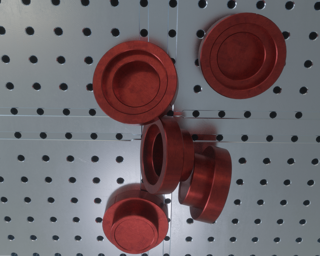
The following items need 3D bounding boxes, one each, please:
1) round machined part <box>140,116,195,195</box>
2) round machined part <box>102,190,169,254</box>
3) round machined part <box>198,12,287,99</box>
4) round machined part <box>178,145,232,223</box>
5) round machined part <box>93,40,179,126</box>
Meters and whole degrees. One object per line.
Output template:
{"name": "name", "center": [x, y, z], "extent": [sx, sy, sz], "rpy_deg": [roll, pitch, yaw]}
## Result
{"name": "round machined part", "center": [0.010, 0.033, 0.390], "extent": [0.042, 0.098, 0.097], "rpy_deg": [3, 111, -21]}
{"name": "round machined part", "center": [-0.036, 0.145, 0.457], "extent": [0.099, 0.042, 0.097], "rpy_deg": [0, 110, 0]}
{"name": "round machined part", "center": [0.095, -0.087, 0.373], "extent": [0.099, 0.042, 0.097], "rpy_deg": [0, 110, 0]}
{"name": "round machined part", "center": [0.053, 0.069, 0.400], "extent": [0.042, 0.098, 0.097], "rpy_deg": [15, 109, -6]}
{"name": "round machined part", "center": [-0.026, -0.051, 0.372], "extent": [0.098, 0.042, 0.098], "rpy_deg": [-1, 84, 7]}
